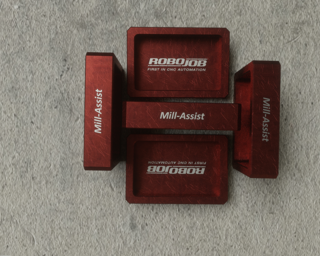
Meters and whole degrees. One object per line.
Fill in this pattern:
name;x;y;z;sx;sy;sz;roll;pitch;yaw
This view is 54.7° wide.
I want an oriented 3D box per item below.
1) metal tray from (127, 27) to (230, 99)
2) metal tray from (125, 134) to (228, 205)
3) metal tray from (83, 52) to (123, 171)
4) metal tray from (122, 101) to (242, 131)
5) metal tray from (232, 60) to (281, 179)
metal tray;0.023;-0.084;0.409;0.131;0.030;0.089;0;93;0
metal tray;0.022;0.053;0.410;0.131;0.030;0.089;1;89;0
metal tray;-0.067;-0.019;0.378;0.030;0.090;0.129;1;91;0
metal tray;0.024;-0.014;0.380;0.131;0.090;0.030;1;92;0
metal tray;0.115;-0.010;0.379;0.030;0.090;0.129;1;90;0
